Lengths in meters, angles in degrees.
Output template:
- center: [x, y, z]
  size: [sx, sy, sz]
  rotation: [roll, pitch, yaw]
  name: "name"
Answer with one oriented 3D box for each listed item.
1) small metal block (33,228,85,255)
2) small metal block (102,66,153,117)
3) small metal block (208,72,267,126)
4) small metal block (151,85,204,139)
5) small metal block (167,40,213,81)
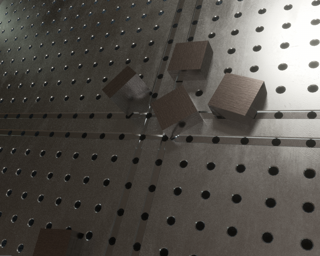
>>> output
- center: [-0.126, 0.152, 0.379]
  size: [0.050, 0.025, 0.050]
  rotation: [-6, 59, 24]
  name: "small metal block"
- center: [-0.046, -0.052, 0.447]
  size: [0.050, 0.050, 0.025]
  rotation: [-44, 51, -2]
  name: "small metal block"
- center: [0.095, -0.036, 0.380]
  size: [0.050, 0.025, 0.050]
  rotation: [22, 73, 35]
  name: "small metal block"
- center: [0.022, -0.021, 0.409]
  size: [0.050, 0.025, 0.050]
  rotation: [-30, 52, 8]
  name: "small metal block"
- center: [0.044, -0.096, 0.443]
  size: [0.050, 0.025, 0.050]
  rotation: [3, 63, 29]
  name: "small metal block"
